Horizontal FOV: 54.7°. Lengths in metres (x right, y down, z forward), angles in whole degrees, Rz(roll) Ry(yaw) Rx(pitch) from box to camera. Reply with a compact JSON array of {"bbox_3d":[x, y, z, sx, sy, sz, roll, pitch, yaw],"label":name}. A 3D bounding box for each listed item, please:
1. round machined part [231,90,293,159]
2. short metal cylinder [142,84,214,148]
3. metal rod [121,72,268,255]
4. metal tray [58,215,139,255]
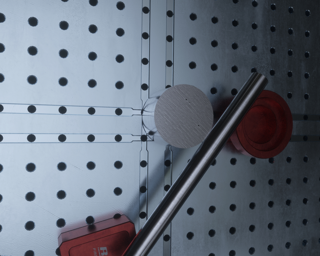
[{"bbox_3d":[0.142,-0.005,0.456,0.099,0.042,0.097,0,90,-20],"label":"round machined part"},{"bbox_3d":[0.022,-0.015,0.407,0.081,0.050,0.080,0,90,-20],"label":"short metal cylinder"},{"bbox_3d":[0.045,0.051,0.390,0.025,0.025,0.300,40,80,-16],"label":"metal rod"},{"bbox_3d":[-0.067,0.185,0.385,0.091,0.030,0.129,-12,94,-20],"label":"metal tray"}]
